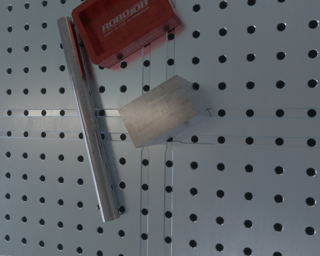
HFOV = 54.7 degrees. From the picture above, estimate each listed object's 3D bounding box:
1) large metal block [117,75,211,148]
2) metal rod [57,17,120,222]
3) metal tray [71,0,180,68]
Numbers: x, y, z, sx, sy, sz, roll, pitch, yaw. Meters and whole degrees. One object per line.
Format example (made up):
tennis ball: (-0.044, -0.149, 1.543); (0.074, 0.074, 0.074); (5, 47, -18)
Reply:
large metal block: (0.009, -0.018, 0.380); (0.080, 0.080, 0.050); (-29, 81, 18)
metal rod: (-0.105, -0.016, 0.449); (0.025, 0.025, 0.298); (-16, 85, 19)
metal tray: (-0.049, -0.153, 0.427); (0.130, 0.030, 0.090); (-27, 81, 17)
